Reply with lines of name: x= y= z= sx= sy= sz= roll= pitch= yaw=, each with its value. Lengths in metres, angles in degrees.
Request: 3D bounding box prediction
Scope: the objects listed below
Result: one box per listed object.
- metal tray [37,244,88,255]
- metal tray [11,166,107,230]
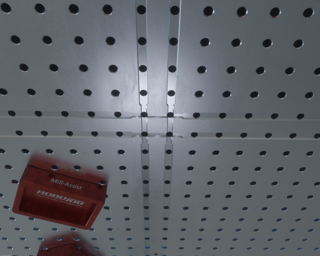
metal tray: x=-0.190 y=0.300 z=0.661 sx=0.090 sy=0.030 sz=0.130 roll=-19 pitch=128 yaw=15
metal tray: x=-0.164 y=0.118 z=0.506 sx=0.131 sy=0.030 sz=0.089 roll=19 pitch=128 yaw=-16
